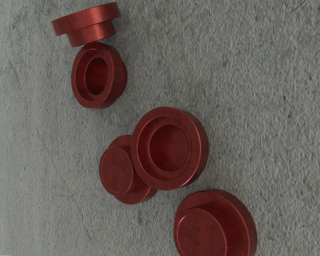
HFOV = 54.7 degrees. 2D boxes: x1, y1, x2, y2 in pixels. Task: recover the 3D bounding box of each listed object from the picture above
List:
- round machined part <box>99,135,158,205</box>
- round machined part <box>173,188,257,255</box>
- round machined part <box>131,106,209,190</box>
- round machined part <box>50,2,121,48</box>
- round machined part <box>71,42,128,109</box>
[{"bbox_3d":[-0.048,0.059,0.433,0.098,0.042,0.097,0,90,40],"label":"round machined part"},{"bbox_3d":[0.054,0.120,0.349,0.098,0.042,0.097,0,90,40],"label":"round machined part"},{"bbox_3d":[0.015,0.024,0.377,0.098,0.042,0.097,-2,86,34],"label":"round machined part"},{"bbox_3d":[-0.103,-0.147,0.450,0.098,0.099,0.042,1,118,40],"label":"round machined part"},{"bbox_3d":[-0.087,-0.077,0.466,0.098,0.042,0.097,0,90,40],"label":"round machined part"}]
